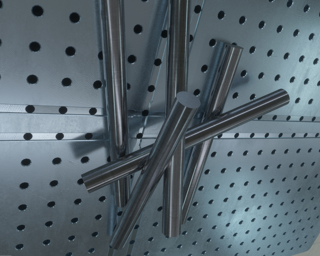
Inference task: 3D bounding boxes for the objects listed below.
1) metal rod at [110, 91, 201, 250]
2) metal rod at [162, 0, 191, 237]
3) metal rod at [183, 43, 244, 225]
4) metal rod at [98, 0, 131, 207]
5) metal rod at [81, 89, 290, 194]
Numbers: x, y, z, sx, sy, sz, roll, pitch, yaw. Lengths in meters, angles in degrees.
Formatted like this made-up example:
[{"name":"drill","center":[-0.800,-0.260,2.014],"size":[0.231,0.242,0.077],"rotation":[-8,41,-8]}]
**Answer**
[{"name":"metal rod","center":[-0.020,0.077,0.394],"size":[0.025,0.025,0.298],"rotation":[-2,137,-28]},{"name":"metal rod","center":[0.018,-0.011,0.365],"size":[0.025,0.025,0.298],"rotation":[-6,105,-26]},{"name":"metal rod","center":[0.064,0.025,0.463],"size":[0.025,0.025,0.298],"rotation":[-1,119,-28]},{"name":"metal rod","center":[-0.051,-0.021,0.371],"size":[0.025,0.025,0.298],"rotation":[-13,124,-22]},{"name":"metal rod","center":[0.045,0.011,0.410],"size":[0.302,0.025,0.025],"rotation":[-23,127,-15]}]
